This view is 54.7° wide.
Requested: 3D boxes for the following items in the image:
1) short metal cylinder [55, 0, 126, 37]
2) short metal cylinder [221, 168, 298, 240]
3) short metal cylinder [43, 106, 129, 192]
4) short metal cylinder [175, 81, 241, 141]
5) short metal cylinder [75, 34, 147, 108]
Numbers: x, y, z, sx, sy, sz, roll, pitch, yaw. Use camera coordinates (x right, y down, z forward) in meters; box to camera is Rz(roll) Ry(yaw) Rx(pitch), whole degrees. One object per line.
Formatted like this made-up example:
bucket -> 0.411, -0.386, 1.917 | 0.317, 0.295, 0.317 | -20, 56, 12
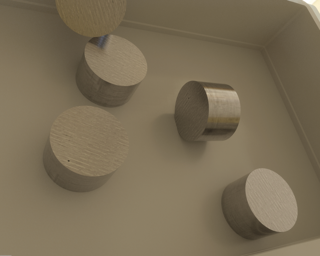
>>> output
short metal cylinder -> -0.084, -0.156, 0.382 | 0.081, 0.079, 0.050 | 18, 17, -19
short metal cylinder -> 0.128, 0.099, 0.400 | 0.081, 0.050, 0.080 | 14, 56, -21
short metal cylinder -> -0.080, 0.023, 0.333 | 0.081, 0.050, 0.080 | 14, 56, -21
short metal cylinder -> 0.062, -0.022, 0.419 | 0.050, 0.080, 0.080 | 1, 62, -28
short metal cylinder -> -0.063, -0.073, 0.401 | 0.081, 0.050, 0.080 | 14, 56, -21
